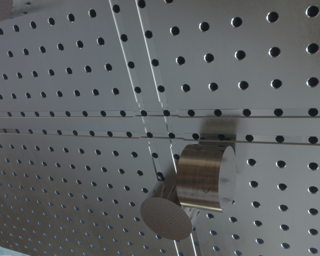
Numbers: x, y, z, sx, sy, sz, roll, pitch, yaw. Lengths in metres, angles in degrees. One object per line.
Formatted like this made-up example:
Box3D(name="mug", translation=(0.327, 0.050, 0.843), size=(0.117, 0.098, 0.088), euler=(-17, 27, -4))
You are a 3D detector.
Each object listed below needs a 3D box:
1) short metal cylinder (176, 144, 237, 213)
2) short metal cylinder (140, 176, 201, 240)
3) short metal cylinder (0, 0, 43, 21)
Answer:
Box3D(name="short metal cylinder", translation=(0.060, 0.061, 0.382), size=(0.050, 0.080, 0.080), euler=(2, 119, 27))
Box3D(name="short metal cylinder", translation=(0.018, 0.118, 0.459), size=(0.080, 0.050, 0.079), euler=(13, 124, 21))
Box3D(name="short metal cylinder", translation=(-0.196, -0.179, 0.387), size=(0.080, 0.050, 0.079), euler=(13, 124, 21))
